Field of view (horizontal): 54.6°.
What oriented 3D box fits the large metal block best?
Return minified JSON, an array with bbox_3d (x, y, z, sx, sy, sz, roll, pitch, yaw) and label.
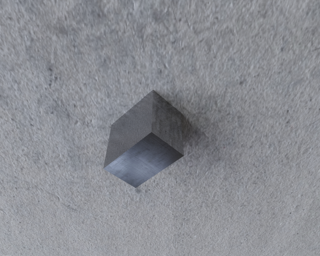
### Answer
[{"bbox_3d":[-0.019,0.013,0.382,0.080,0.080,0.050,-37,121,27],"label":"large metal block"}]
